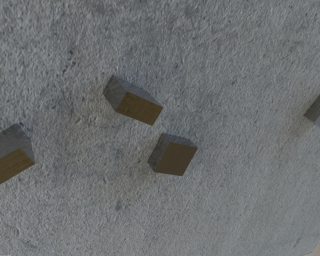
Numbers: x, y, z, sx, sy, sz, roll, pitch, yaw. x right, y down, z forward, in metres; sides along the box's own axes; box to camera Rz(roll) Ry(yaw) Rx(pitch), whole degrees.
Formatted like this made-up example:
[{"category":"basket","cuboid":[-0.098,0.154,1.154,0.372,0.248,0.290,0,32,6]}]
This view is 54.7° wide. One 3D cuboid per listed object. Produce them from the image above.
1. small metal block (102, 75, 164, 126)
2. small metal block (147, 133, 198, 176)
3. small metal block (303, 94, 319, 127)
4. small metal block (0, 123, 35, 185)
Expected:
[{"category":"small metal block","cuboid":[-0.032,-0.032,0.353,0.050,0.050,0.025,21,107,-36]},{"category":"small metal block","cuboid":[0.018,0.038,0.440,0.050,0.025,0.050,14,111,-34]},{"category":"small metal block","cuboid":[0.291,-0.028,0.548,0.050,0.025,0.050,24,105,-37]},{"category":"small metal block","cuboid":[-0.162,0.028,0.320,0.050,0.050,0.025,-31,129,-8]}]
